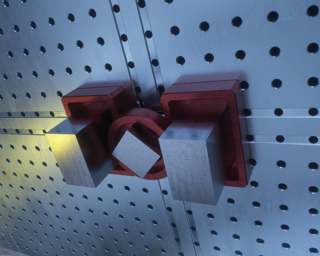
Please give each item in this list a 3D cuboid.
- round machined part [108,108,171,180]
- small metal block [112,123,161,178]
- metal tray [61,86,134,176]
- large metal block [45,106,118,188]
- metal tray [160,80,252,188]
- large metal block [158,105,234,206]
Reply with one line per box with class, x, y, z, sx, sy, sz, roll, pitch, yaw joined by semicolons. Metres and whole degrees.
round machined part;-0.016;0.017;0.408;0.098;0.042;0.097;13;124;21
small metal block;-0.025;0.027;0.389;0.050;0.025;0.050;38;129;2
metal tray;-0.081;0.007;0.454;0.090;0.030;0.129;1;119;28
large metal block;-0.097;0.023;0.424;0.050;0.080;0.080;1;119;28
metal tray;0.059;0.010;0.382;0.090;0.030;0.129;0;118;28
large metal block;0.046;0.027;0.351;0.050;0.080;0.080;2;119;28
